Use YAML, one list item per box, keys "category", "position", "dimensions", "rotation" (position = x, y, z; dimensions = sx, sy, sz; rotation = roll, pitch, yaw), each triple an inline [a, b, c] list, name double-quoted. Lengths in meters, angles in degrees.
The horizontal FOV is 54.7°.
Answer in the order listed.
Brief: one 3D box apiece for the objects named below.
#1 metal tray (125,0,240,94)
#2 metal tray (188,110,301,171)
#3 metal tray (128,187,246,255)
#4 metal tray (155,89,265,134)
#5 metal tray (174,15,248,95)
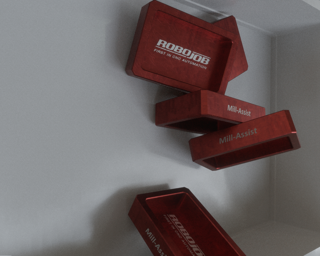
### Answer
- category: "metal tray"
  position: [0.031, -0.093, 0.394]
  dimensions: [0.131, 0.030, 0.089]
  rotation: [14, 94, -23]
- category: "metal tray"
  position: [0.116, 0.022, 0.419]
  dimensions: [0.090, 0.130, 0.030]
  rotation: [31, 44, -58]
- category: "metal tray"
  position: [0.032, 0.130, 0.368]
  dimensions: [0.091, 0.130, 0.030]
  rotation: [0, 124, -40]
- category: "metal tray"
  position: [0.070, -0.015, 0.420]
  dimensions: [0.131, 0.090, 0.030]
  rotation: [10, 76, -40]
- category: "metal tray"
  position: [0.076, -0.108, 0.467]
  dimensions: [0.131, 0.030, 0.090]
  rotation: [-32, 110, -35]
